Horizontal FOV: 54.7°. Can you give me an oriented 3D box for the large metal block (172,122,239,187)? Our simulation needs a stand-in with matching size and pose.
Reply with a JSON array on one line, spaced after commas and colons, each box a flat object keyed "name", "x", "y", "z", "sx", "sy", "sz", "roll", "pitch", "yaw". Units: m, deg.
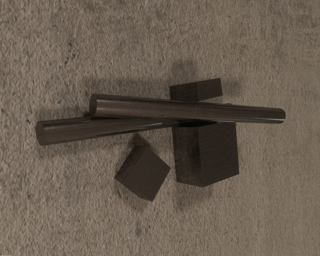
[{"name": "large metal block", "x": 0.067, "y": 0.033, "z": 0.447, "sx": 0.081, "sy": 0.050, "sz": 0.079, "roll": -9, "pitch": 96, "yaw": -40}]

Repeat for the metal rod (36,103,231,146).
[{"name": "metal rod", "x": -0.003, "y": -0.011, "z": 0.403, "sx": 0.302, "sy": 0.025, "sz": 0.025, "roll": -8, "pitch": 96, "yaw": -40}]

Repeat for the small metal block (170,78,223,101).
[{"name": "small metal block", "x": 0.051, "y": -0.052, "z": 0.433, "sx": 0.050, "sy": 0.050, "sz": 0.025, "roll": -16, "pitch": 100, "yaw": -39}]

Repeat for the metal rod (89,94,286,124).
[{"name": "metal rod", "x": 0.058, "y": -0.022, "z": 0.409, "sx": 0.303, "sy": 0.025, "sz": 0.025, "roll": 1, "pitch": 89, "yaw": -31}]

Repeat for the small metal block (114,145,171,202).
[{"name": "small metal block", "x": -0.021, "y": 0.056, "z": 0.389, "sx": 0.050, "sy": 0.025, "sz": 0.050, "roll": 46, "pitch": 63, "yaw": -31}]
